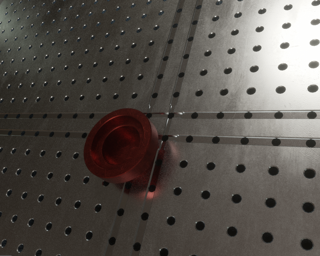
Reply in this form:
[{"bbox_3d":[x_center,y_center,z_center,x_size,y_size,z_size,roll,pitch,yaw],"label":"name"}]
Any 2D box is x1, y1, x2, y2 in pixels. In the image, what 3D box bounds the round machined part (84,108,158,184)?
[{"bbox_3d":[-0.046,0.026,0.404,0.098,0.042,0.098,-13,56,20],"label":"round machined part"}]
